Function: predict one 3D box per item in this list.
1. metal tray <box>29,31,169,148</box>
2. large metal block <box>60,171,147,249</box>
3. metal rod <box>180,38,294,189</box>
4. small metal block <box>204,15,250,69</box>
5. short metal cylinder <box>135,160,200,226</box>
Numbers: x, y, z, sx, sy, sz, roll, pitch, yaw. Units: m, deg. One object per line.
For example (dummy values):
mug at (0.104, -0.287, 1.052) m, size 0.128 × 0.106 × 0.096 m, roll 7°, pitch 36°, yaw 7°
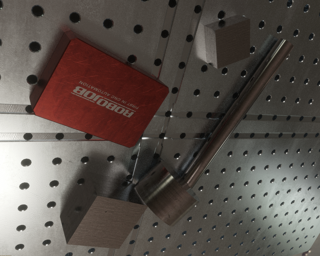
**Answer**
metal tray at (-0.064, -0.037, 0.351) m, size 0.131 × 0.030 × 0.090 m, roll 23°, pitch 106°, yaw -37°
large metal block at (-0.077, 0.115, 0.425) m, size 0.080 × 0.050 × 0.080 m, roll 23°, pitch 106°, yaw -37°
metal rod at (0.098, 0.002, 0.468) m, size 0.025 × 0.025 × 0.299 m, roll 24°, pitch 105°, yaw -37°
small metal block at (0.086, -0.109, 0.392) m, size 0.050 × 0.025 × 0.050 m, roll -23°, pitch 127°, yaw -15°
short metal cylinder at (0.011, 0.091, 0.440) m, size 0.050 × 0.080 × 0.080 m, roll -44°, pitch 130°, yaw 2°
